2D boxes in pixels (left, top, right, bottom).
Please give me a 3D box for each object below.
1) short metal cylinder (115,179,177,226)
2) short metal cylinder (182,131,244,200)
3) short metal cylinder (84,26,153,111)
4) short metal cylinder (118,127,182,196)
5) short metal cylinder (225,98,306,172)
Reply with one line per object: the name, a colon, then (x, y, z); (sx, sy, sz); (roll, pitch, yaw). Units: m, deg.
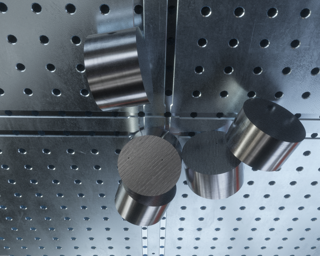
short metal cylinder: (-0.022, 0.096, 0.457); (0.081, 0.080, 0.050); (13, 129, -11)
short metal cylinder: (0.073, 0.049, 0.418); (0.080, 0.080, 0.050); (-8, 130, 6)
short metal cylinder: (-0.040, -0.061, 0.323); (0.050, 0.080, 0.080); (-9, 130, 7)
short metal cylinder: (-0.011, 0.043, 0.410); (0.080, 0.050, 0.079); (1, 102, 6)
short metal cylinder: (0.129, 0.007, 0.384); (0.081, 0.080, 0.050); (13, 129, -11)
